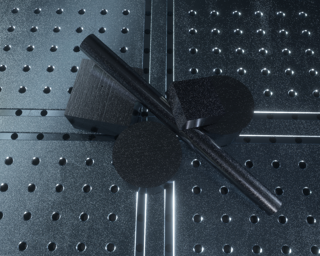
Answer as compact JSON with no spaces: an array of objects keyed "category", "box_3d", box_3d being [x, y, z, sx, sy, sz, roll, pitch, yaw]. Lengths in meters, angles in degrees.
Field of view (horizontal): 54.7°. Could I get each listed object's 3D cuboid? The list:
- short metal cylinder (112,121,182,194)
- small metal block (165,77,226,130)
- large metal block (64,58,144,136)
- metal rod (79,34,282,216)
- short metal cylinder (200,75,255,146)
[{"category":"short metal cylinder","box_3d":[-0.015,0.038,0.381,0.081,0.050,0.080,0,70,0]},{"category":"small metal block","box_3d":[0.040,-0.029,0.358,0.050,0.025,0.050,-11,69,-23]},{"category":"large metal block","box_3d":[-0.068,-0.037,0.406,0.080,0.050,0.080,10,70,3]},{"category":"metal rod","box_3d":[0.025,-0.003,0.372,0.300,0.025,0.025,41,75,-1]},{"category":"short metal cylinder","box_3d":[0.076,-0.021,0.403,0.081,0.050,0.080,0,70,0]}]
